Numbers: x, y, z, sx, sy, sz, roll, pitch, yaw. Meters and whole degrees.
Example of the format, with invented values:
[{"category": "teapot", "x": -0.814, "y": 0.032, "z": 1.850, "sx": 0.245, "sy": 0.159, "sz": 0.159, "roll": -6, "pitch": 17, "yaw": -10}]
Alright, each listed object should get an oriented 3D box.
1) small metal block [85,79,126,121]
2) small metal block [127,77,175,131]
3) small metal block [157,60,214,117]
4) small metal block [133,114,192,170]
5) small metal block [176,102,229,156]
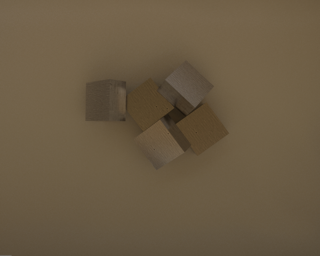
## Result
[{"category": "small metal block", "x": -0.070, "y": -0.034, "z": 0.395, "sx": 0.050, "sy": 0.025, "sz": 0.050, "roll": 0, "pitch": 90, "yaw": 43}, {"category": "small metal block", "x": -0.017, "y": -0.030, "z": 0.409, "sx": 0.050, "sy": 0.025, "sz": 0.050, "roll": -38, "pitch": 91, "yaw": 0}, {"category": "small metal block", "x": 0.033, "y": -0.051, "z": 0.399, "sx": 0.050, "sy": 0.025, "sz": 0.050, "roll": 43, "pitch": 55, "yaw": -1}, {"category": "small metal block", "x": 0.003, "y": 0.018, "z": 0.398, "sx": 0.050, "sy": 0.025, "sz": 0.050, "roll": -36, "pitch": 90, "yaw": 31}, {"category": "small metal block", "x": 0.054, "y": 0.001, "z": 0.410, "sx": 0.050, "sy": 0.025, "sz": 0.050, "roll": -36, "pitch": 90, "yaw": 0}]
